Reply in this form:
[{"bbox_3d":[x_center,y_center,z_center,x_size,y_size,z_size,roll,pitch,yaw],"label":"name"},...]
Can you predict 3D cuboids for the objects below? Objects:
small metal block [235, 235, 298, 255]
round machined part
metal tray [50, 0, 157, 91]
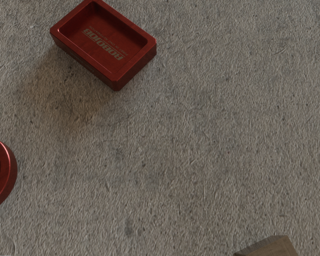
[{"bbox_3d":[0.117,0.142,0.344,0.050,0.050,0.025,-22,72,-8],"label":"small metal block"},{"bbox_3d":[-0.222,0.058,0.375,0.099,0.042,0.098,0,70,-1],"label":"round machined part"},{"bbox_3d":[-0.081,-0.125,0.450,0.130,0.030,0.090,39,74,12],"label":"metal tray"}]
